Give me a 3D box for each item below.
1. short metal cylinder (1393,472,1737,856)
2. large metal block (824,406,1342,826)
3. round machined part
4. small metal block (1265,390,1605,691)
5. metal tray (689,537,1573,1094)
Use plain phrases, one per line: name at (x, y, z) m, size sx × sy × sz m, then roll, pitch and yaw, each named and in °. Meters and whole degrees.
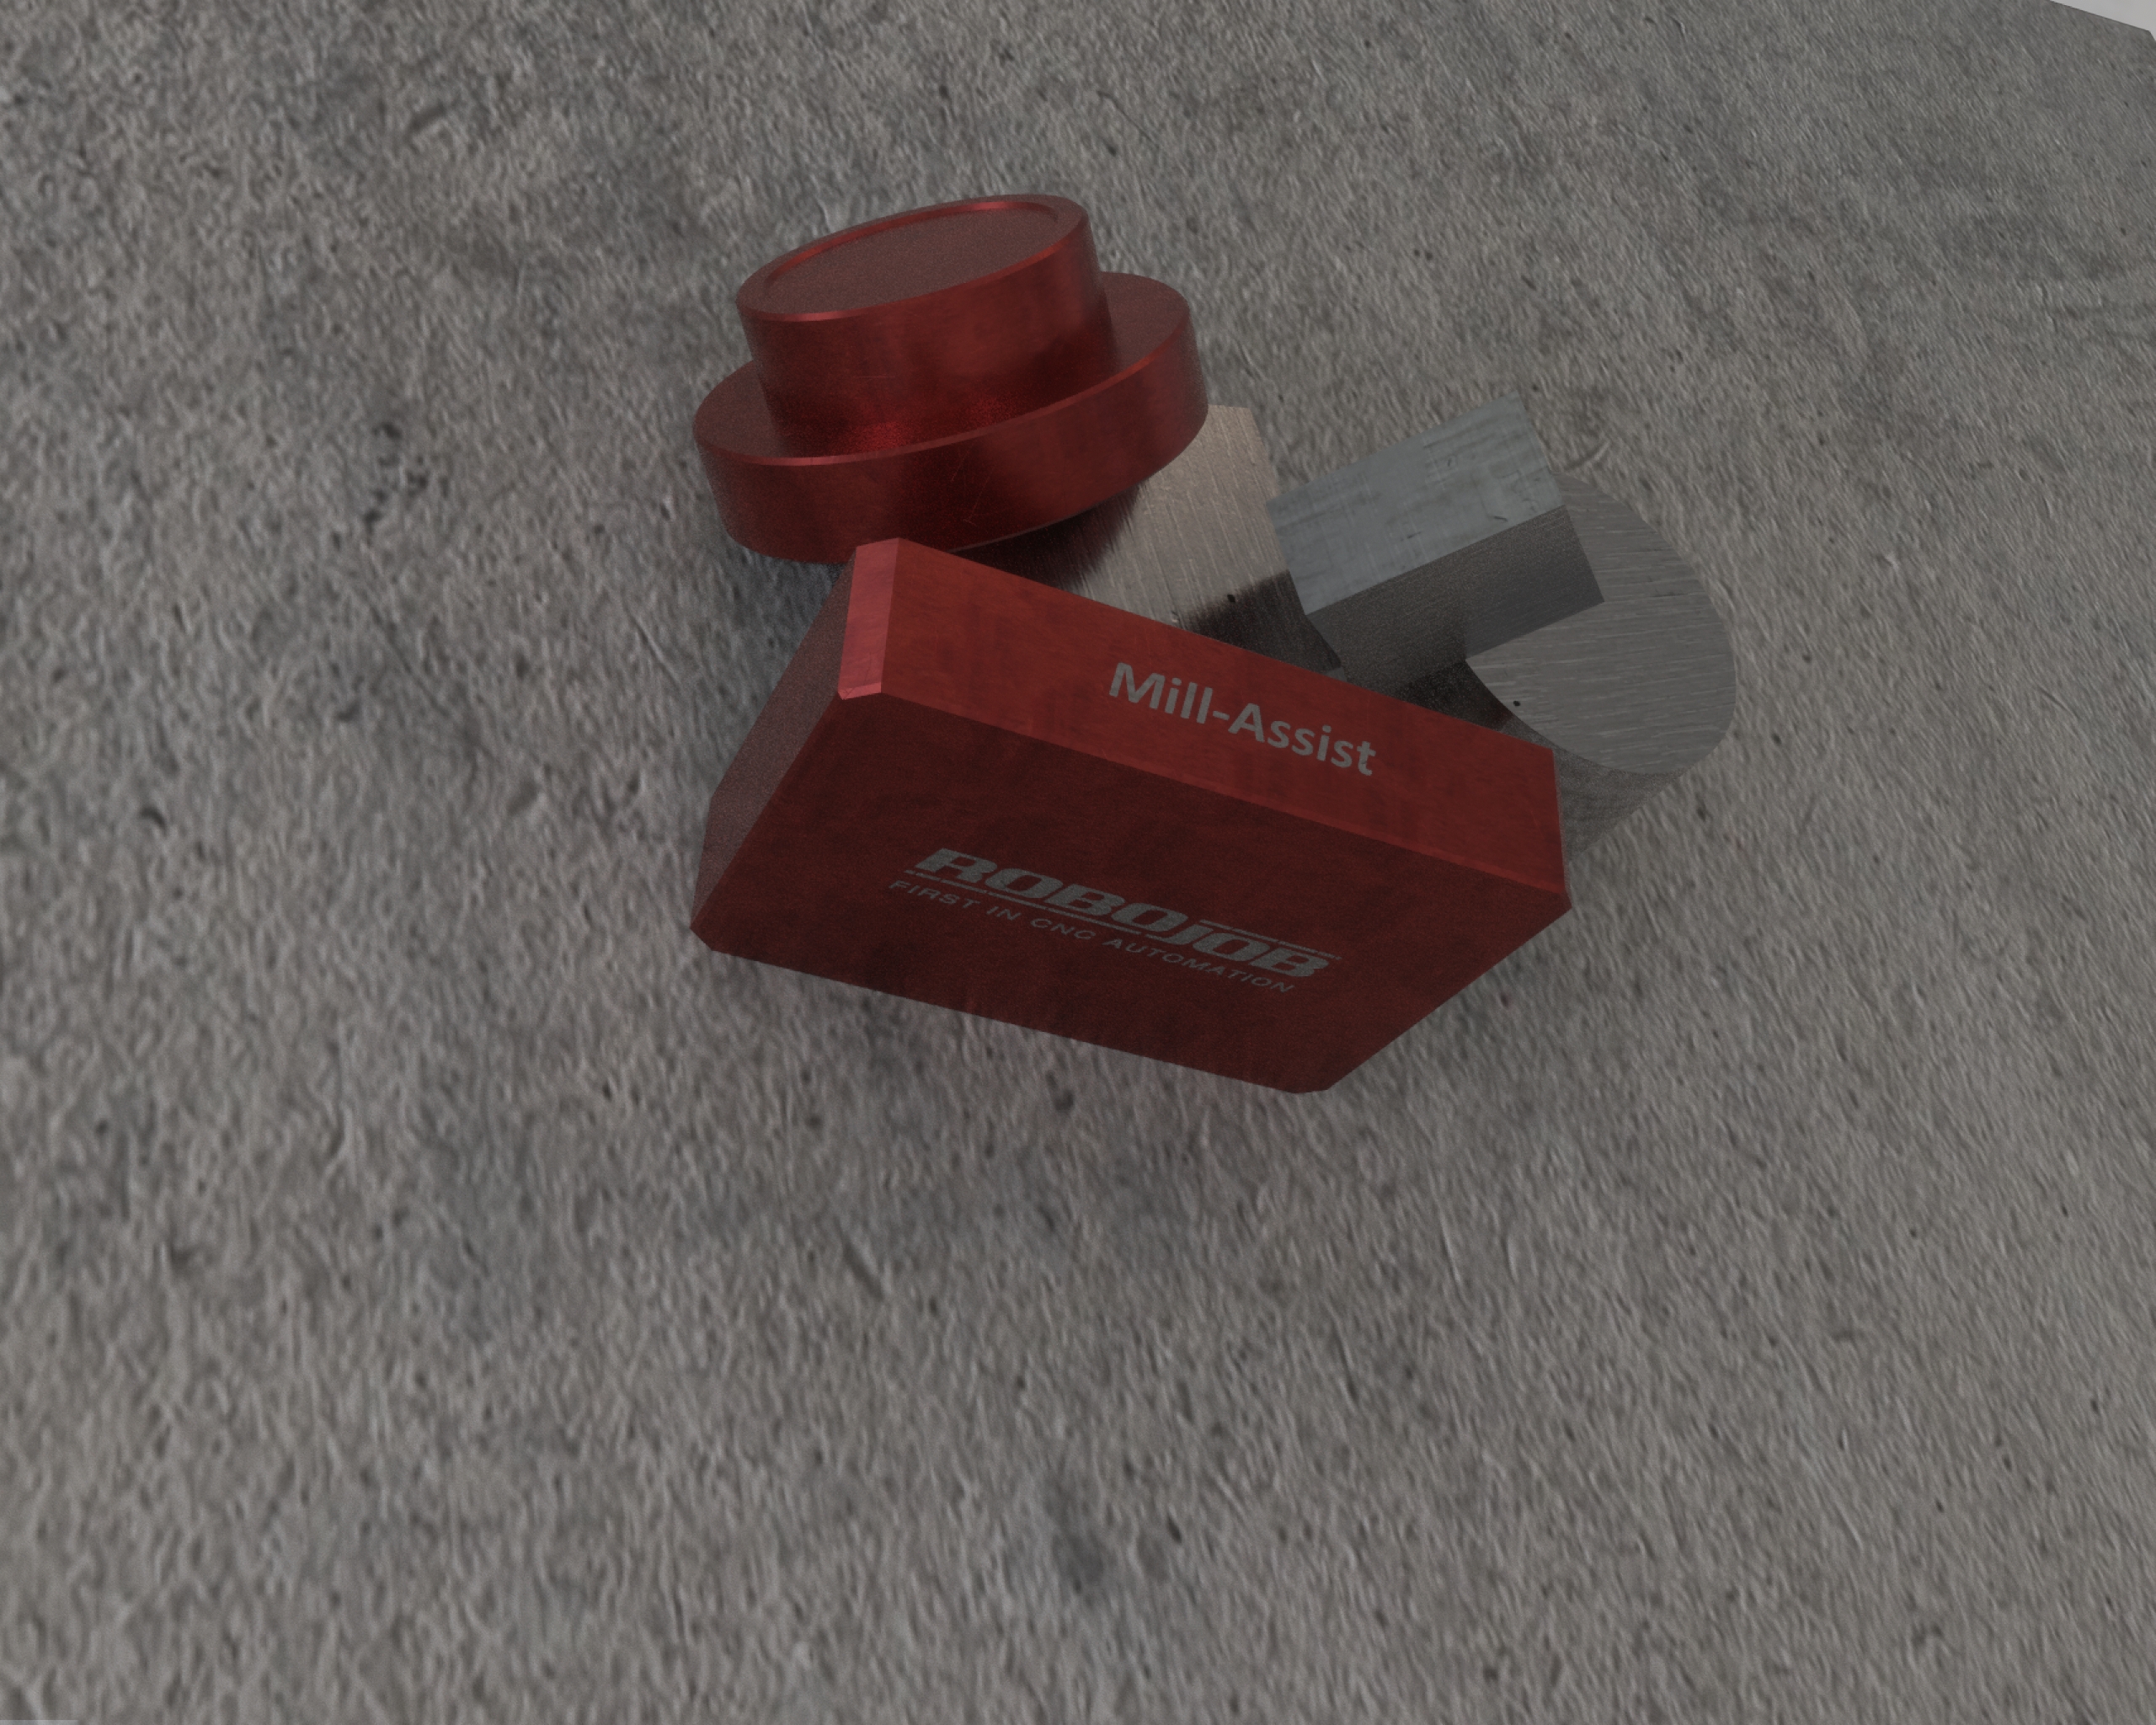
short metal cylinder at (0.099, -0.042, 0.469) m, size 0.081 × 0.050 × 0.080 m, roll 14°, pitch 56°, yaw -21°
large metal block at (0.000, -0.047, 0.419) m, size 0.081 × 0.050 × 0.080 m, roll -2°, pitch 63°, yaw -29°
round machined part at (-0.027, -0.098, 0.402) m, size 0.099 × 0.098 × 0.042 m, roll -42°, pitch 131°, yaw -39°
small metal block at (0.070, -0.060, 0.405) m, size 0.050 × 0.050 × 0.025 m, roll 33°, pitch 37°, yaw -64°
metal tray at (0.008, -0.002, 0.368) m, size 0.131 × 0.090 × 0.030 m, roll 16°, pitch 56°, yaw -20°
